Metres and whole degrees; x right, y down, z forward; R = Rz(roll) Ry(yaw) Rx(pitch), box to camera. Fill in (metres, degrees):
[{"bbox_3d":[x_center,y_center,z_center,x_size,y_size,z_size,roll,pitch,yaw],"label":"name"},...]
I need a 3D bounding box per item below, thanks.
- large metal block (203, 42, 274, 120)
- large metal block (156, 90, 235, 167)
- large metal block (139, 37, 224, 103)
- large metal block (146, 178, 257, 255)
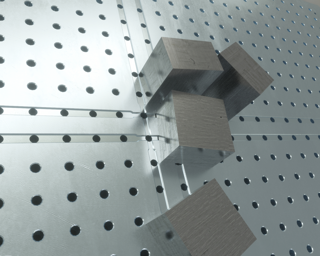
[{"bbox_3d":[0.108,-0.068,0.472,0.080,0.080,0.050,47,51,4],"label":"large metal block"},{"bbox_3d":[0.045,0.002,0.414,0.081,0.050,0.080,8,58,-24],"label":"large metal block"},{"bbox_3d":[0.027,-0.077,0.434,0.081,0.080,0.050,-4,64,-30],"label":"large metal block"},{"bbox_3d":[0.045,0.116,0.346,0.081,0.050,0.080,-25,75,-37],"label":"large metal block"}]
